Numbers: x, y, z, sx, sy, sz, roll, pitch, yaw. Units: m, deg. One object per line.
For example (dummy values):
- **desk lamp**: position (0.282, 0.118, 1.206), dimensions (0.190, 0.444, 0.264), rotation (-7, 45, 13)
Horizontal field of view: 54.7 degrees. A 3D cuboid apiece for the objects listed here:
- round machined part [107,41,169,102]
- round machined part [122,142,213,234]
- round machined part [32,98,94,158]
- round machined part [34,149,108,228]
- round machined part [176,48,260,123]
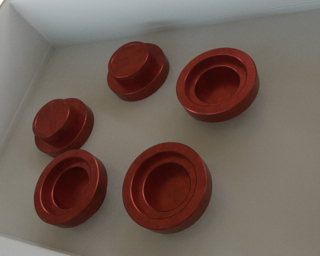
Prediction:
- **round machined part**: position (-0.039, -0.092, 0.470), dimensions (0.098, 0.042, 0.098), rotation (-13, 56, 20)
- **round machined part**: position (0.011, 0.068, 0.346), dimensions (0.098, 0.042, 0.098), rotation (-13, 56, 20)
- **round machined part**: position (-0.155, -0.006, 0.478), dimensions (0.098, 0.042, 0.098), rotation (-13, 56, 20)
- **round machined part**: position (-0.109, 0.080, 0.401), dimensions (0.098, 0.042, 0.098), rotation (-13, 56, 20)
- **round machined part**: position (0.073, -0.049, 0.385), dimensions (0.098, 0.042, 0.098), rotation (-13, 56, 20)
